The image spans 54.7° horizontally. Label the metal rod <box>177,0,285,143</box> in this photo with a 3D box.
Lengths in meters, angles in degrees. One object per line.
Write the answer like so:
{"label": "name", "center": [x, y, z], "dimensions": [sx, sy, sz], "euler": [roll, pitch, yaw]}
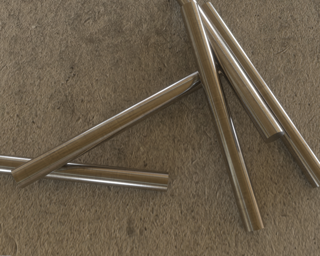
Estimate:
{"label": "metal rod", "center": [0.078, -0.110, 0.424], "dimensions": [0.025, 0.025, 0.299], "euler": [-20, 62, -7]}

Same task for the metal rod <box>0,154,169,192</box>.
{"label": "metal rod", "center": [-0.140, 0.051, 0.388], "dimensions": [0.302, 0.025, 0.025], "euler": [6, 70, 2]}

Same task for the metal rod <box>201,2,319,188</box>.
{"label": "metal rod", "center": [0.135, -0.057, 0.429], "dimensions": [0.025, 0.025, 0.299], "euler": [-25, 72, -9]}

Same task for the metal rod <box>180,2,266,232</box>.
{"label": "metal rod", "center": [0.076, -0.023, 0.395], "dimensions": [0.025, 0.025, 0.299], "euler": [-13, 79, -5]}

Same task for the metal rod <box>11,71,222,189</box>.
{"label": "metal rod", "center": [-0.038, -0.014, 0.397], "dimensions": [0.302, 0.025, 0.025], "euler": [-30, 73, -17]}
